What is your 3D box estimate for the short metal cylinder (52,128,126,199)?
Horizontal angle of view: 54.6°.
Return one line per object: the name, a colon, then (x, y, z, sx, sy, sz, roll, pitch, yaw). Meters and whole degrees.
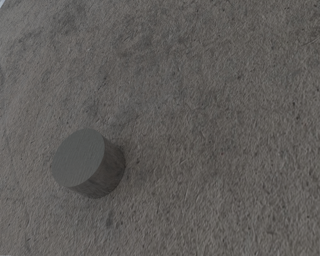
short metal cylinder: (-0.093, 0.047, 0.409, 0.080, 0.050, 0.080, -13, 56, 21)
